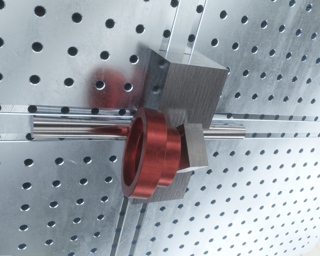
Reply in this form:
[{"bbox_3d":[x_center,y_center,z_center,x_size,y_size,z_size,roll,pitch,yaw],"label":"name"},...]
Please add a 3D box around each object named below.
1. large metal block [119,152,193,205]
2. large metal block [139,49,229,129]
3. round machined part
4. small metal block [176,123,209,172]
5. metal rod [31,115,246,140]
[{"bbox_3d":[-0.003,0.054,0.427,0.081,0.050,0.079,1,118,-29],"label":"large metal block"},{"bbox_3d":[0.027,-0.046,0.381,0.081,0.050,0.079,0,118,-29],"label":"large metal block"},{"bbox_3d":[-0.009,0.029,0.339,0.042,0.098,0.097,11,114,-17],"label":"round machined part"},{"bbox_3d":[0.029,0.025,0.370,0.025,0.050,0.050,1,74,-29],"label":"small metal block"},{"bbox_3d":[-0.007,0.002,0.409,0.303,0.025,0.025,2,118,-29],"label":"metal rod"}]
